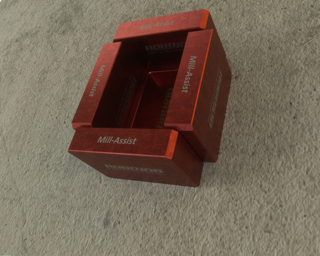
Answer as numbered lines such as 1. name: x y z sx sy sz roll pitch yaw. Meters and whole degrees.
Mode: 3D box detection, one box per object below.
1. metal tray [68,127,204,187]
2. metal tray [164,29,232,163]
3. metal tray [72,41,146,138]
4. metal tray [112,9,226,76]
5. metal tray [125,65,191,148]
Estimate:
1. metal tray: -0.026 0.034 0.355 0.130 0.090 0.030 1 63 28
2. metal tray: 0.050 -0.036 0.358 0.030 0.090 0.130 1 62 28
3. metal tray: -0.058 -0.038 0.415 0.030 0.090 0.130 1 62 28
4. metal tray: 0.014 -0.107 0.420 0.130 0.090 0.030 1 63 28
5. metal tray: 0.008 -0.023 0.411 0.090 0.030 0.130 1 62 28
